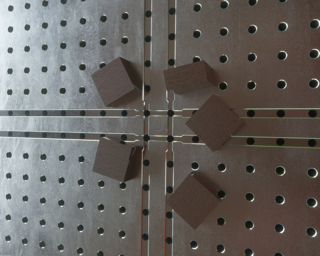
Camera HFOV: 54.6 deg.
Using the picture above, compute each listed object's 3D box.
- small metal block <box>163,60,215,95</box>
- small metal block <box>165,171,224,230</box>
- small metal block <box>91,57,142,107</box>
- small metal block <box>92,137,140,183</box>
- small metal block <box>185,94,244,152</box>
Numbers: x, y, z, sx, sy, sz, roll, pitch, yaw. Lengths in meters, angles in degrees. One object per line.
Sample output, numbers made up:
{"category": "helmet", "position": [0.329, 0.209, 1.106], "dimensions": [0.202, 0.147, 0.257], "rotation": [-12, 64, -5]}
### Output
{"category": "small metal block", "position": [0.038, -0.061, 0.386], "dimensions": [0.050, 0.050, 0.025], "rotation": [-11, 86, 20]}
{"category": "small metal block", "position": [0.044, 0.092, 0.397], "dimensions": [0.050, 0.025, 0.050], "rotation": [41, 103, 15]}
{"category": "small metal block", "position": [-0.061, -0.063, 0.435], "dimensions": [0.050, 0.025, 0.050], "rotation": [-28, 81, 18]}
{"category": "small metal block", "position": [-0.062, 0.043, 0.435], "dimensions": [0.050, 0.025, 0.050], "rotation": [16, 95, 19]}
{"category": "small metal block", "position": [0.069, -0.006, 0.389], "dimensions": [0.050, 0.025, 0.050], "rotation": [47, 104, 14]}
